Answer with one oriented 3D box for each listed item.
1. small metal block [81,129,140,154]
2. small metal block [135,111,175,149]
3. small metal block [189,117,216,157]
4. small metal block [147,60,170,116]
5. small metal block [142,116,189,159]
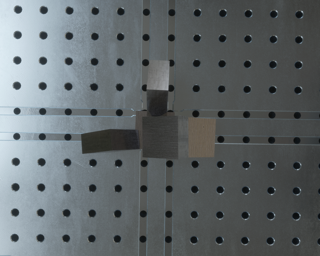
[{"bbox_3d":[-0.062,0.017,0.390,0.050,0.050,0.025,-9,84,35],"label":"small metal block"},{"bbox_3d":[-0.007,0.003,0.414,0.050,0.025,0.050,2,90,0],"label":"small metal block"},{"bbox_3d":[0.044,0.012,0.403,0.050,0.025,0.050,3,90,-31],"label":"small metal block"},{"bbox_3d":[-0.002,-0.049,0.391,0.025,0.050,0.050,3,54,1],"label":"small metal block"},{"bbox_3d":[0.006,0.011,0.377,0.050,0.025,0.050,0,90,33],"label":"small metal block"}]
